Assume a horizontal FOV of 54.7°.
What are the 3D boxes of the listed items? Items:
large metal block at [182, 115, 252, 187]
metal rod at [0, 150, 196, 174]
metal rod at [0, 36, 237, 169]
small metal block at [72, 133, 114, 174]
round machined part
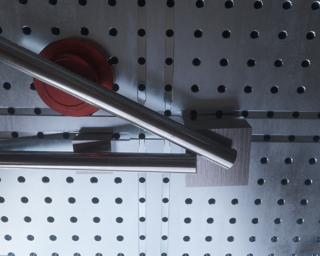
[{"bbox_3d":[0.072,0.029,0.409,0.081,0.050,0.079,-2,110,0],"label":"large metal block"},{"bbox_3d":[-0.105,0.043,0.398,0.301,0.025,0.025,0,111,10],"label":"metal rod"},{"bbox_3d":[-0.050,-0.027,0.351,0.301,0.025,0.025,26,108,-7],"label":"metal rod"},{"bbox_3d":[-0.090,0.035,0.426,0.050,0.025,0.050,0,110,-1],"label":"small metal block"},{"bbox_3d":[-0.107,-0.059,0.381,0.099,0.042,0.097,0,110,-1],"label":"round machined part"}]
